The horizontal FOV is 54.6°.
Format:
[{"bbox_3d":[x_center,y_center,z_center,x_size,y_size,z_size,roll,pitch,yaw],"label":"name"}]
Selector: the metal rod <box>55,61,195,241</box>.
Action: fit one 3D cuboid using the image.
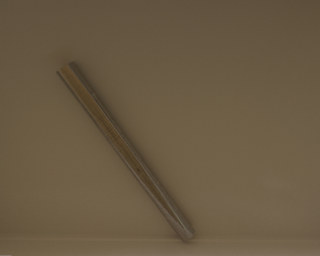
[{"bbox_3d":[-0.038,0.043,0.426,0.025,0.025,0.299,-31,107,11],"label":"metal rod"}]
